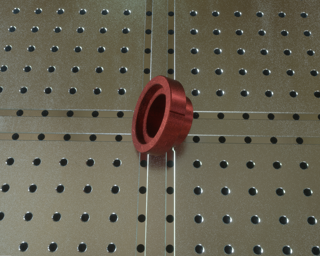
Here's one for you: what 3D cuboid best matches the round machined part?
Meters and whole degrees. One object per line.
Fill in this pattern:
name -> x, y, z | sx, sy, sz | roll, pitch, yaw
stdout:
round machined part -> 0.005, -0.013, 0.388 | 0.042, 0.098, 0.098 | 15, 67, -28
